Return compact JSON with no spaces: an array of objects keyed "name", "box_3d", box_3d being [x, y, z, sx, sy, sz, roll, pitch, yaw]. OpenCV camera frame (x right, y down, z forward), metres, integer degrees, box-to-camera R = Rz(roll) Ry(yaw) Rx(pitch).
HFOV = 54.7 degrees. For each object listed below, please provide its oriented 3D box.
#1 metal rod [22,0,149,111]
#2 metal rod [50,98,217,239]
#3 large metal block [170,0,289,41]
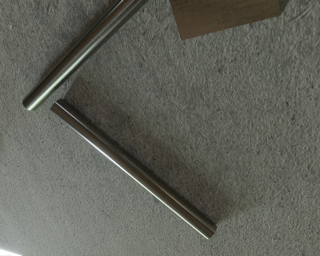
[{"name":"metal rod","box_3d":[-0.101,-0.098,0.397,0.299,0.025,0.025,-30,102,37]},{"name":"metal rod","box_3d":[-0.039,0.060,0.463,0.300,0.025,0.025,39,129,1]},{"name":"large metal block","box_3d":[0.061,-0.118,0.265,0.080,0.080,0.050,-6,116,30]}]
